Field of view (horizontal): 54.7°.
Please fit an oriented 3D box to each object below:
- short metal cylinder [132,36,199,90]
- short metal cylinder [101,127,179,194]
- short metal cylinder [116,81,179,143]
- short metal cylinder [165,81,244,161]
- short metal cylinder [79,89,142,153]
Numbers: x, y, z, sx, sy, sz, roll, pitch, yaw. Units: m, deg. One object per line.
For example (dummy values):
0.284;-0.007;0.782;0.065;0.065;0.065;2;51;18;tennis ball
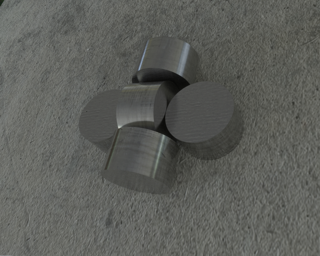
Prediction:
0.008;-0.075;0.413;0.080;0.080;0.050;0;62;28;short metal cylinder
-0.022;0.040;0.358;0.080;0.080;0.050;0;61;28;short metal cylinder
-0.010;-0.018;0.387;0.050;0.080;0.080;0;62;29;short metal cylinder
0.053;-0.008;0.366;0.080;0.050;0.080;-13;56;21;short metal cylinder
-0.063;-0.006;0.427;0.080;0.050;0.080;-13;56;20;short metal cylinder
